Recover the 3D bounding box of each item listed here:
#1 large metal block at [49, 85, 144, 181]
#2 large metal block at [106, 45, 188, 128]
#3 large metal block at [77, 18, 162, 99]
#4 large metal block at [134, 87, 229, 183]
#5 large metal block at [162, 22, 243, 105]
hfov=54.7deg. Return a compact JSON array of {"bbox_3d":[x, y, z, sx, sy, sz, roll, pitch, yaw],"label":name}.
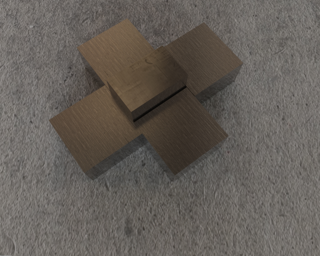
[{"bbox_3d":[-0.077,0.007,0.392,0.080,0.050,0.080,-35,74,-12],"label":"large metal block"},{"bbox_3d":[-0.015,-0.045,0.396,0.080,0.080,0.050,-35,74,-12],"label":"large metal block"},{"bbox_3d":[-0.053,-0.089,0.427,0.080,0.050,0.080,-35,74,-12],"label":"large metal block"},{"bbox_3d":[0.025,0.010,0.392,0.080,0.050,0.080,-35,74,-12],"label":"large metal block"},{"bbox_3d":[0.052,-0.084,0.426,0.080,0.050,0.080,-35,74,-12],"label":"large metal block"}]
